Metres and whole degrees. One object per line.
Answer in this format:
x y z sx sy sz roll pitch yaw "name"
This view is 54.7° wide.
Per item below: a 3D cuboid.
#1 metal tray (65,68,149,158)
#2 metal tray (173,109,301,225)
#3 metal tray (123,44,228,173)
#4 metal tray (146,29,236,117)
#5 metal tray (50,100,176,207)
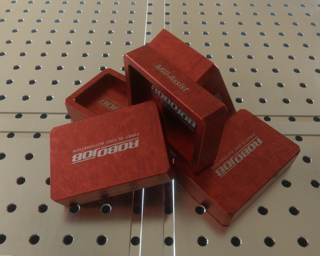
-0.051 -0.025 0.424 0.130 0.030 0.090 29 56 22 "metal tray"
0.090 0.040 0.370 0.131 0.030 0.090 -34 58 -26 "metal tray"
0.011 -0.022 0.345 0.030 0.089 0.130 -31 57 -24 "metal tray"
0.043 -0.057 0.389 0.030 0.130 0.090 -47 60 1 "metal tray"
-0.056 0.028 0.349 0.131 0.030 0.090 -15 61 6 "metal tray"
